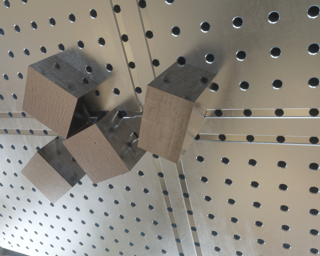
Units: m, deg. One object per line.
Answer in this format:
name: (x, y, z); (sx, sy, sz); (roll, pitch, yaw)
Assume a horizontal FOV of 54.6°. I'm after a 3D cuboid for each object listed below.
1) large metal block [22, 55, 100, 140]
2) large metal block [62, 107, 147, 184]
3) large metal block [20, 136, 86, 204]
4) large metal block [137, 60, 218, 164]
large metal block: (-0.143, -0.044, 0.444); (0.080, 0.050, 0.080); (34, 129, 6)
large metal block: (-0.082, 0.028, 0.456); (0.080, 0.050, 0.080); (-24, 106, 36)
large metal block: (-0.181, 0.074, 0.537); (0.080, 0.050, 0.080); (47, 129, -5)
large metal block: (0.020, -0.020, 0.353); (0.050, 0.080, 0.079); (22, 127, 15)
